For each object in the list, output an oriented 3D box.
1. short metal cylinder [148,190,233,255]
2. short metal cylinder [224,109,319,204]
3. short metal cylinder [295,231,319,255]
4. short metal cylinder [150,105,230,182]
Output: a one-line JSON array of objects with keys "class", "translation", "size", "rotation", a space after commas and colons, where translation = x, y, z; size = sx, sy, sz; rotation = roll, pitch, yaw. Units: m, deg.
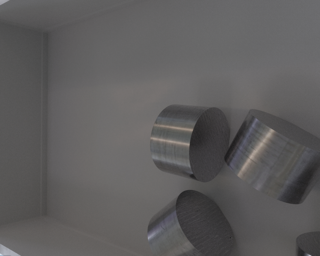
[{"class": "short metal cylinder", "translation": [0.034, 0.116, 0.343], "size": [0.050, 0.081, 0.080], "rotation": [-47, 62, 30]}, {"class": "short metal cylinder", "translation": [0.107, 0.023, 0.283], "size": [0.080, 0.081, 0.050], "rotation": [37, 113, 33]}, {"class": "short metal cylinder", "translation": [0.151, 0.121, 0.246], "size": [0.080, 0.081, 0.050], "rotation": [3, 92, 40]}, {"class": "short metal cylinder", "translation": [0.035, 0.015, 0.342], "size": [0.050, 0.081, 0.079], "rotation": [8, 95, 40]}]
